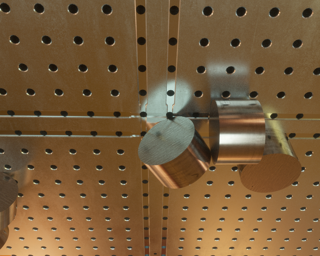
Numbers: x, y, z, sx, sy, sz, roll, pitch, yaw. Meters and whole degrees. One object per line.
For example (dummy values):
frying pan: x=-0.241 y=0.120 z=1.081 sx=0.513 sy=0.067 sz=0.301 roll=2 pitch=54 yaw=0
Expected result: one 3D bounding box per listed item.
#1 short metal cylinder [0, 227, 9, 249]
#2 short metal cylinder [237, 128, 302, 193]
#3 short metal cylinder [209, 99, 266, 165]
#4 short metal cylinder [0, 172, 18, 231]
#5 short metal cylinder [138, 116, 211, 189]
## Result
short metal cylinder: x=-0.305 y=0.174 z=0.520 sx=0.080 sy=0.080 sz=0.050 roll=-1 pitch=130 yaw=0
short metal cylinder: x=0.149 y=0.046 z=0.436 sx=0.081 sy=0.050 sz=0.079 roll=0 pitch=130 yaw=0
short metal cylinder: x=0.091 y=0.005 z=0.380 sx=0.050 sy=0.080 sz=0.079 roll=0 pitch=130 yaw=0
short metal cylinder: x=-0.259 y=0.111 z=0.468 sx=0.081 sy=0.080 sz=0.050 roll=14 pitch=129 yaw=-12
short metal cylinder: x=0.019 y=0.031 z=0.402 sx=0.080 sy=0.080 sz=0.050 roll=-23 pitch=127 yaw=18
